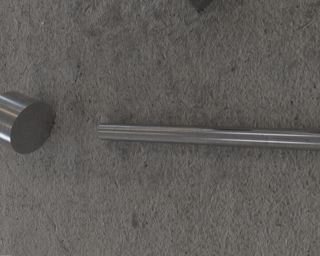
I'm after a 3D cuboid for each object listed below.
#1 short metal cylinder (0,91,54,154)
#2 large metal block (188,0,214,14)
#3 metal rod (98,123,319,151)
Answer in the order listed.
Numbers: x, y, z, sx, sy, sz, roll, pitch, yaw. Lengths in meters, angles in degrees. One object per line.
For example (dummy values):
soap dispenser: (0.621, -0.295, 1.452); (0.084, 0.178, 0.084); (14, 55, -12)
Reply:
short metal cylinder: (-0.203, -0.008, 0.451); (0.050, 0.080, 0.080); (22, 97, 18)
large metal block: (0.053, -0.193, 0.361); (0.080, 0.080, 0.050); (-38, 78, 16)
metal rod: (0.061, 0.010, 0.387); (0.301, 0.025, 0.025); (2, 91, 19)
